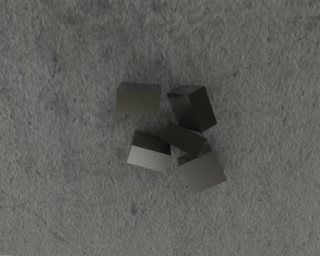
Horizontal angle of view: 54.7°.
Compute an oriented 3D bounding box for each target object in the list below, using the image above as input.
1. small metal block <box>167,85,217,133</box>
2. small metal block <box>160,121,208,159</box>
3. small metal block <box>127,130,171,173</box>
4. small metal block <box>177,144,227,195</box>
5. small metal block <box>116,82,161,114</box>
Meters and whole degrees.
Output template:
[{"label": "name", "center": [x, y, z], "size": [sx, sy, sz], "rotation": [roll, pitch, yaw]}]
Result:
[{"label": "small metal block", "center": [0.039, -0.025, 0.385], "size": [0.025, 0.050, 0.050], "rotation": [-30, 110, -21]}, {"label": "small metal block", "center": [0.033, 0.016, 0.392], "size": [0.050, 0.050, 0.025], "rotation": [27, 89, 13]}, {"label": "small metal block", "center": [-0.014, 0.030, 0.407], "size": [0.050, 0.050, 0.025], "rotation": [16, 110, -6]}, {"label": "small metal block", "center": [0.058, 0.058, 0.432], "size": [0.050, 0.025, 0.050], "rotation": [-26, 108, 9]}, {"label": "small metal block", "center": [-0.025, -0.038, 0.382], "size": [0.050, 0.050, 0.025], "rotation": [4, 110, -2]}]
